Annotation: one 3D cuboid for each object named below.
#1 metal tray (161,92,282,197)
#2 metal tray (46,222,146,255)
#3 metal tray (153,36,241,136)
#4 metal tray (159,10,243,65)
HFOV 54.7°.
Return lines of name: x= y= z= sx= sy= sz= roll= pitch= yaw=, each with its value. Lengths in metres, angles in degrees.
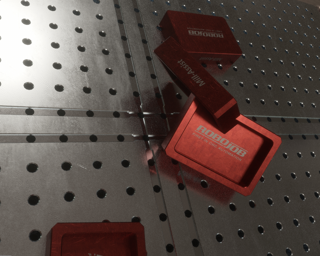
metal tray: x=0.080 y=0.020 z=0.403 sx=0.131 sy=0.030 sz=0.090 roll=29 pitch=94 yaw=-11
metal tray: x=-0.057 y=0.155 z=0.280 sx=0.091 sy=0.030 sz=0.130 roll=8 pitch=58 yaw=-25
metal tray: x=0.051 y=-0.053 z=0.411 sx=0.030 sy=0.090 sz=0.130 roll=-41 pitch=64 yaw=3
metal tray: x=0.073 y=-0.156 z=0.542 sx=0.131 sy=0.030 sz=0.090 roll=-6 pitch=65 yaw=-31
